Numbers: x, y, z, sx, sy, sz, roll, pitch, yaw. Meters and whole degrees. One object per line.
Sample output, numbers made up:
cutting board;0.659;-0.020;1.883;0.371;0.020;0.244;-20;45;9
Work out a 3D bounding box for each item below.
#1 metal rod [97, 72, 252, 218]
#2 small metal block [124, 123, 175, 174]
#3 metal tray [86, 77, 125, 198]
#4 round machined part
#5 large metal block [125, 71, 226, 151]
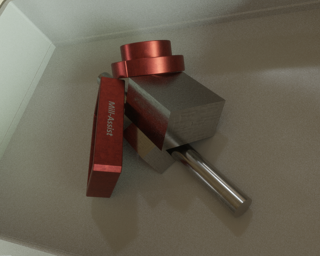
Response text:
metal rod;-0.003;0.001;0.403;0.025;0.025;0.300;-45;51;-3
small metal block;-0.014;0.023;0.379;0.025;0.050;0.050;-44;51;-2
metal tray;-0.069;0.012;0.391;0.030;0.089;0.130;7;56;-15
round machined part;-0.017;-0.093;0.419;0.098;0.099;0.042;-2;102;27
large metal block;0.015;-0.024;0.368;0.081;0.050;0.080;-14;41;-35
